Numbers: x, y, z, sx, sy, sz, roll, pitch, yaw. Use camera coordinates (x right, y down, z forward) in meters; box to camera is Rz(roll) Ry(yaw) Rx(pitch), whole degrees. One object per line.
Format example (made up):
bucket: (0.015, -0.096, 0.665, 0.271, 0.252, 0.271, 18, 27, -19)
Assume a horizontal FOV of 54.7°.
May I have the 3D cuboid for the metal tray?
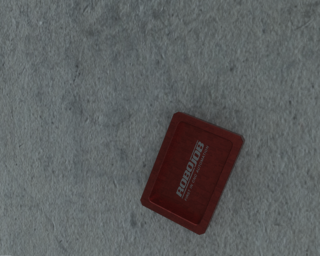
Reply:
metal tray: (0.040, 0.054, 0.391, 0.090, 0.030, 0.129, 23, 97, 18)
